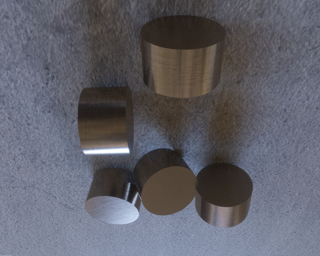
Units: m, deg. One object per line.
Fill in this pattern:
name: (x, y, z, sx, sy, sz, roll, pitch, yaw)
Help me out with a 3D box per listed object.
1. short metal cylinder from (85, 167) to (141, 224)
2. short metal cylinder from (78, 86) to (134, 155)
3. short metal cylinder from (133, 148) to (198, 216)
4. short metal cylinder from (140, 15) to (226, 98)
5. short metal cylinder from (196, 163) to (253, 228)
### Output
short metal cylinder: (-0.068, 0.104, 0.472, 0.080, 0.050, 0.079, 4, 135, 4)
short metal cylinder: (-0.060, -0.008, 0.363, 0.050, 0.080, 0.079, -2, 130, 1)
short metal cylinder: (0.006, 0.076, 0.438, 0.081, 0.050, 0.079, -8, 117, -16)
short metal cylinder: (0.022, -0.073, 0.309, 0.081, 0.080, 0.050, -1, 130, 0)
short metal cylinder: (0.092, 0.098, 0.456, 0.080, 0.080, 0.050, -3, 130, 2)
